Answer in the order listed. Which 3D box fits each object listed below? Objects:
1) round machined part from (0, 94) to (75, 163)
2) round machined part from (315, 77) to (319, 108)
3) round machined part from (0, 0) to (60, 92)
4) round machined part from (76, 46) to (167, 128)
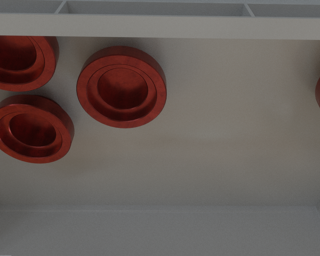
[{"bbox_3d":[-0.158,-0.003,0.394,0.099,0.042,0.097,0,130,0],"label":"round machined part"},{"bbox_3d":[0.229,-0.050,0.353,0.099,0.042,0.097,3,132,4],"label":"round machined part"},{"bbox_3d":[-0.154,-0.087,0.316,0.099,0.042,0.097,-2,139,-1],"label":"round machined part"},{"bbox_3d":[-0.042,-0.050,0.355,0.099,0.042,0.097,0,130,0],"label":"round machined part"}]
